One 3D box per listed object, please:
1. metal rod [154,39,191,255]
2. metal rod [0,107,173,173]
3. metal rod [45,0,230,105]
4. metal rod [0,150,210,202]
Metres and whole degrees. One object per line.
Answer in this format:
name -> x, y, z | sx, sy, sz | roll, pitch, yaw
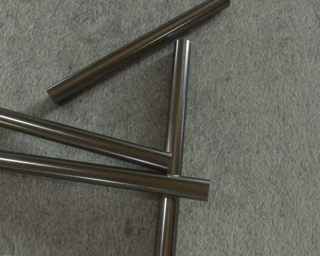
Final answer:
metal rod -> 0.019, 0.017, 0.402 | 0.025, 0.025, 0.299 | 5, 70, 1
metal rod -> -0.132, 0.005, 0.391 | 0.301, 0.025, 0.025 | 14, 71, 10
metal rod -> -0.024, -0.121, 0.452 | 0.301, 0.025, 0.025 | -32, 74, -12
metal rod -> -0.093, 0.053, 0.371 | 0.302, 0.025, 0.025 | 7, 70, 8
